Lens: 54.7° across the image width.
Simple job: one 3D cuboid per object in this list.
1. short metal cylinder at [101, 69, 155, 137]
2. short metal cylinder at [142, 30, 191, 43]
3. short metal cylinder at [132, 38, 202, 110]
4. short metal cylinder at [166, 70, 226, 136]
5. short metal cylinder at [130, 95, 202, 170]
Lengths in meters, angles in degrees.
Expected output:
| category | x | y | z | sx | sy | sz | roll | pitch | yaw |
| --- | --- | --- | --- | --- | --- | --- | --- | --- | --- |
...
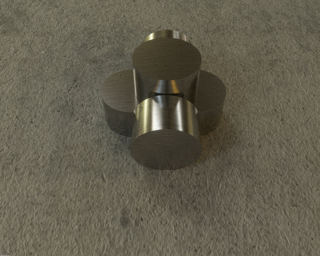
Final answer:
| category | x | y | z | sx | sy | sz | roll | pitch | yaw |
| --- | --- | --- | --- | --- | --- | --- | --- | --- | --- |
| short metal cylinder | -0.035 | -0.034 | 0.416 | 0.081 | 0.050 | 0.080 | 0 | 50 | 0 |
| short metal cylinder | 0.010 | -0.093 | 0.448 | 0.081 | 0.080 | 0.050 | 0 | 50 | -1 |
| short metal cylinder | 0.008 | -0.066 | 0.378 | 0.081 | 0.050 | 0.080 | 0 | 50 | 0 |
| short metal cylinder | 0.045 | -0.034 | 0.418 | 0.081 | 0.050 | 0.080 | 0 | 50 | 0 |
| short metal cylinder | 0.007 | 0.007 | 0.363 | 0.081 | 0.080 | 0.050 | 0 | 50 | 0 |
